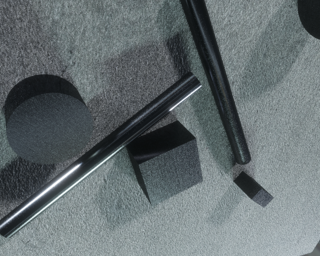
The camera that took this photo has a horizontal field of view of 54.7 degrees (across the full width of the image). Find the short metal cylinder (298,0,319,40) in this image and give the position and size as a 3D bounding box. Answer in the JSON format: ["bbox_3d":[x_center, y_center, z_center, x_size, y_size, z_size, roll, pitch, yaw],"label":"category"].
[{"bbox_3d":[0.226,-0.160,0.396,0.050,0.080,0.080,-26,128,-12],"label":"short metal cylinder"}]

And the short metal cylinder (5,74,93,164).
[{"bbox_3d":[-0.116,-0.009,0.322,0.081,0.050,0.079,-14,124,-21],"label":"short metal cylinder"}]

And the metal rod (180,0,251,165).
[{"bbox_3d":[0.083,-0.051,0.420,0.025,0.025,0.299,-34,129,-6],"label":"metal rod"}]

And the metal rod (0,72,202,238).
[{"bbox_3d":[-0.073,0.031,0.386,0.301,0.025,0.025,-38,129,-3],"label":"metal rod"}]

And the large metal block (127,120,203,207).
[{"bbox_3d":[0.007,0.048,0.424,0.081,0.050,0.080,-24,127,-14],"label":"large metal block"}]

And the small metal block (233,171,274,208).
[{"bbox_3d":[0.166,0.109,0.549,0.025,0.050,0.050,-50,129,7],"label":"small metal block"}]
